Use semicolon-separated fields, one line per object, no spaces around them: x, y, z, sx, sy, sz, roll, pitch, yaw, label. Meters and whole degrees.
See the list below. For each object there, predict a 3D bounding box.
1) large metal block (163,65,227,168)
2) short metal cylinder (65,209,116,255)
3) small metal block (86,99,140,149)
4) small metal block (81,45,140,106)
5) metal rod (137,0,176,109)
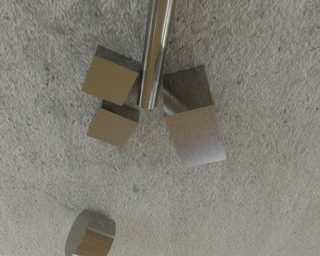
0.039;-0.014;0.360;0.050;0.080;0.080;-13;129;11;large metal block
-0.119;0.185;0.527;0.050;0.080;0.080;30;124;-24;short metal cylinder
-0.061;-0.006;0.401;0.050;0.025;0.050;23;126;-19;small metal block
-0.057;-0.059;0.356;0.050;0.025;0.050;20;127;-17;small metal block
0.007;-0.143;0.285;0.025;0.025;0.298;6;130;-6;metal rod
